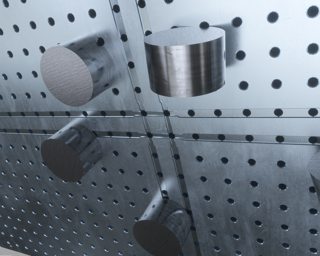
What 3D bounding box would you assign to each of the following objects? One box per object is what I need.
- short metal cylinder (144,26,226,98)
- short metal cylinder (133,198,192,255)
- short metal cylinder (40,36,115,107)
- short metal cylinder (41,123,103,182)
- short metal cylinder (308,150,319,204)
[{"bbox_3d":[0.026,-0.070,0.318,0.080,0.080,0.050,7,122,24],"label":"short metal cylinder"},{"bbox_3d":[0.005,0.158,0.491,0.080,0.050,0.079,13,124,21],"label":"short metal cylinder"},{"bbox_3d":[-0.107,-0.074,0.405,0.080,0.050,0.079,13,124,21],"label":"short metal cylinder"},{"bbox_3d":[-0.140,0.039,0.493,0.080,0.050,0.079,13,124,21],"label":"short metal cylinder"},{"bbox_3d":[0.195,0.052,0.305,0.080,0.080,0.050,-13,112,33],"label":"short metal cylinder"}]
